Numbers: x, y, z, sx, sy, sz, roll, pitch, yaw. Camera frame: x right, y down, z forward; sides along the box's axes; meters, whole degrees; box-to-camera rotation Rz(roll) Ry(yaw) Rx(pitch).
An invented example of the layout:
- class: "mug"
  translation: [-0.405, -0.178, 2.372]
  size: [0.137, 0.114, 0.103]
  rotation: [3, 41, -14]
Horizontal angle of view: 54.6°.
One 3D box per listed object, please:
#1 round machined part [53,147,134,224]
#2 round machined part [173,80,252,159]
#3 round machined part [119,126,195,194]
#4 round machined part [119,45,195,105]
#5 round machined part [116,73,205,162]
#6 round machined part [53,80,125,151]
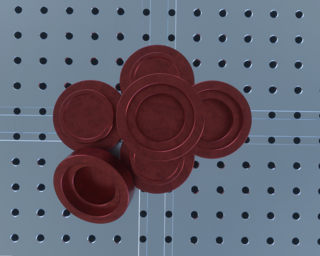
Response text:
- class: "round machined part"
  translation: [-0.079, 0.068, 0.391]
  size: [0.098, 0.042, 0.097]
  rotation: [5, 113, 13]
- class: "round machined part"
  translation: [0.065, -0.011, 0.405]
  size: [0.099, 0.042, 0.097]
  rotation: [0, 90, 0]
- class: "round machined part"
  translation: [-0.004, 0.038, 0.404]
  size: [0.099, 0.042, 0.097]
  rotation: [0, 90, 0]
- class: "round machined part"
  translation: [-0.004, -0.060, 0.405]
  size: [0.099, 0.042, 0.097]
  rotation: [0, 90, 0]
- class: "round machined part"
  translation: [0.001, -0.012, 0.362]
  size: [0.099, 0.042, 0.097]
  rotation: [0, 90, 0]
- class: "round machined part"
  translation: [-0.091, -0.014, 0.404]
  size: [0.099, 0.042, 0.097]
  rotation: [0, 90, 0]
